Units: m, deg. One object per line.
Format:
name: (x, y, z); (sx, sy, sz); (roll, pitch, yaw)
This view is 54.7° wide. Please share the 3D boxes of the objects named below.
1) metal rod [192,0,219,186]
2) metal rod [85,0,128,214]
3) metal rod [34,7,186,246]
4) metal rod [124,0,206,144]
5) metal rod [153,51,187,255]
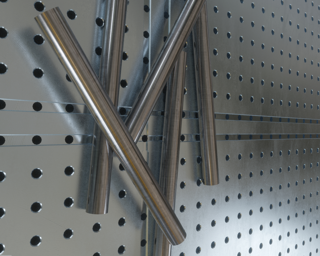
metal rod: (0.067, -0.063, 0.467); (0.025, 0.025, 0.298); (-8, 95, -40)
metal rod: (-0.059, -0.053, 0.360); (0.025, 0.025, 0.298); (8, 85, -40)
metal rod: (-0.042, 0.017, 0.341); (0.025, 0.025, 0.299); (-42, 116, -32)
metal rod: (0.014, -0.100, 0.405); (0.025, 0.025, 0.299); (35, 74, -35)
metal rod: (0.013, 0.044, 0.422); (0.025, 0.025, 0.298); (8, 85, -40)
